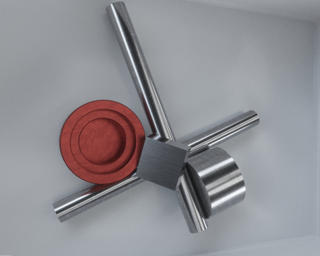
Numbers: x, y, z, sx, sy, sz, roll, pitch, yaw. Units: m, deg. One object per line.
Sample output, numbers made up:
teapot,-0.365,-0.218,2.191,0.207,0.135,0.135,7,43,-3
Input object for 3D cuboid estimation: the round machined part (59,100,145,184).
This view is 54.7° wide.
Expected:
round machined part,-0.071,0.016,0.375,0.099,0.042,0.097,0,90,-21

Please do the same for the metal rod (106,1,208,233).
metal rod,-0.003,-0.013,0.390,0.025,0.025,0.299,-21,90,-19

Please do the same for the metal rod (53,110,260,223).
metal rod,0.009,0.043,0.414,0.302,0.025,0.025,-24,98,-19

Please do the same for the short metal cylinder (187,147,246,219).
short metal cylinder,0.065,0.071,0.405,0.050,0.080,0.080,-21,97,-19

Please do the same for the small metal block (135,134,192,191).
small metal block,0.004,0.040,0.368,0.050,0.025,0.050,18,101,13
